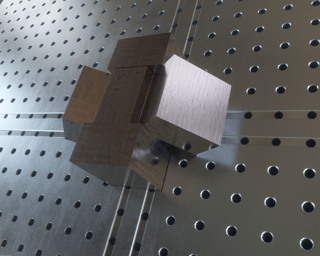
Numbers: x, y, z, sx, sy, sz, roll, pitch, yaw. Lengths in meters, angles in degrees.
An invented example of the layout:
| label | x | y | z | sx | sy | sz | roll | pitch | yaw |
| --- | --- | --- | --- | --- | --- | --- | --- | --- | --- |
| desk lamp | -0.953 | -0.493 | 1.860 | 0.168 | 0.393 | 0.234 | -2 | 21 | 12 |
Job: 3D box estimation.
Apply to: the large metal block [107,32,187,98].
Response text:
| label | x | y | z | sx | sy | sz | roll | pitch | yaw |
| --- | --- | --- | --- | --- | --- | --- | --- | --- | --- |
| large metal block | -0.010 | -0.079 | 0.424 | 0.080 | 0.080 | 0.050 | 1 | 63 | 28 |

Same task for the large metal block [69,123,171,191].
| label | x | y | z | sx | sy | sz | roll | pitch | yaw |
| --- | --- | --- | --- | --- | --- | --- | --- | --- | --- |
| large metal block | -0.045 | 0.035 | 0.372 | 0.080 | 0.080 | 0.050 | 1 | 63 | 28 |

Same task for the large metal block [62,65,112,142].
| label | x | y | z | sx | sy | sz | roll | pitch | yaw |
| --- | --- | --- | --- | --- | --- | --- | --- | --- | --- |
| large metal block | -0.094 | -0.025 | 0.428 | 0.050 | 0.080 | 0.080 | 18 | 66 | -7 |

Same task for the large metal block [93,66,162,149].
| label | x | y | z | sx | sy | sz | roll | pitch | yaw |
| --- | --- | --- | --- | --- | --- | --- | --- | --- | --- |
| large metal block | -0.030 | -0.021 | 0.399 | 0.050 | 0.080 | 0.080 | 1 | 62 | 28 |

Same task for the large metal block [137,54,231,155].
| label | x | y | z | sx | sy | sz | roll | pitch | yaw |
| --- | --- | --- | --- | --- | --- | --- | --- | --- | --- |
| large metal block | 0.030 | -0.024 | 0.360 | 0.050 | 0.080 | 0.080 | -32 | 38 | 58 |
